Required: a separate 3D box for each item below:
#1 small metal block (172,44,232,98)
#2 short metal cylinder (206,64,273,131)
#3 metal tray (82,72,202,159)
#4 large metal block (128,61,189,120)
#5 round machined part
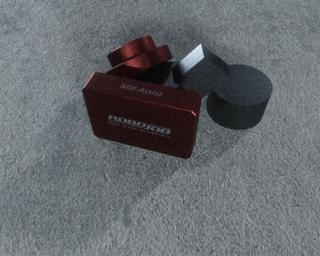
[{"bbox_3d":[0.052,-0.069,0.388,0.050,0.050,0.025,26,43,-34],"label":"small metal block"},{"bbox_3d":[0.107,-0.043,0.426,0.081,0.050,0.080,0,50,0],"label":"short metal cylinder"},{"bbox_3d":[-0.021,-0.013,0.373,0.131,0.090,0.030,13,52,10],"label":"metal tray"},{"bbox_3d":[-0.003,-0.047,0.430,0.081,0.050,0.080,-1,50,-1],"label":"large metal block"},{"bbox_3d":[-0.035,-0.097,0.438,0.099,0.098,0.042,-30,100,-23],"label":"round machined part"}]
